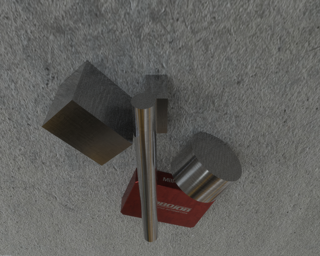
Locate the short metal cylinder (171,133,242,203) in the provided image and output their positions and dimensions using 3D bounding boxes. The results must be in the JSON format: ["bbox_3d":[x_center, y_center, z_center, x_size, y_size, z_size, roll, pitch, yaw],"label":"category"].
[{"bbox_3d":[0.062,0.052,0.417,0.080,0.080,0.050,24,126,-19],"label":"short metal cylinder"}]

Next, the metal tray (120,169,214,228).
[{"bbox_3d":[0.011,0.115,0.502,0.131,0.030,0.089,15,128,-13],"label":"metal tray"}]

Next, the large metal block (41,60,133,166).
[{"bbox_3d":[-0.075,-0.018,0.355,0.050,0.080,0.080,-35,122,26],"label":"large metal block"}]

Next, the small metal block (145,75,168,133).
[{"bbox_3d":[-0.004,-0.029,0.366,0.025,0.050,0.050,0,130,0],"label":"small metal block"}]

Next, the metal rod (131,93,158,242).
[{"bbox_3d":[-0.016,0.077,0.417,0.025,0.025,0.298,-1,136,0],"label":"metal rod"}]
